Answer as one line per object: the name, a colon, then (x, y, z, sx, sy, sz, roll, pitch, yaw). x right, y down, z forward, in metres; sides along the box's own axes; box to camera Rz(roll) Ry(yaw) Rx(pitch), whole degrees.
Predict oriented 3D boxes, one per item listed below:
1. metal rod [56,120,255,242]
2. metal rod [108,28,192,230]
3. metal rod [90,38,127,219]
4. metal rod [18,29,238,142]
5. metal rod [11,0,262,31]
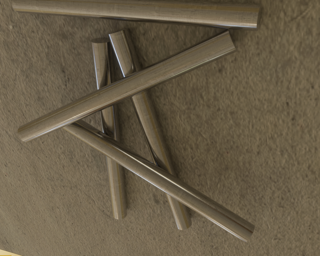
metal rod: (-0.014, 0.059, 0.415, 0.301, 0.025, 0.025, 31, 128, 8)
metal rod: (-0.006, 0.017, 0.419, 0.025, 0.025, 0.298, -4, 117, 30)
metal rod: (-0.070, 0.020, 0.454, 0.025, 0.025, 0.298, 13, 124, 21)
metal rod: (-0.056, -0.041, 0.370, 0.300, 0.025, 0.025, -21, 108, 22)
metal rod: (-0.044, -0.133, 0.346, 0.301, 0.025, 0.025, 12, 123, 21)
